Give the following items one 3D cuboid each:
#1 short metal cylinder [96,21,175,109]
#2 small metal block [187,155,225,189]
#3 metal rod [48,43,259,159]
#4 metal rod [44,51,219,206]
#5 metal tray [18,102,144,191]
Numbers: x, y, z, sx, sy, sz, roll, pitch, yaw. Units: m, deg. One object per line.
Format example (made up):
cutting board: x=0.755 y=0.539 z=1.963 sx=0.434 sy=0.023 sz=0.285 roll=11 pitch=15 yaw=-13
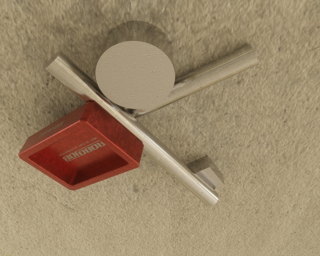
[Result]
short metal cylinder: x=-0.025 y=-0.067 z=0.334 sx=0.081 sy=0.050 sz=0.079 roll=0 pitch=130 yaw=0
small metal block: x=0.063 y=0.074 z=0.472 sx=0.050 sy=0.025 sz=0.050 roll=-27 pitch=126 yaw=20
metal rod: x=-0.027 y=-0.025 z=0.387 sx=0.300 sy=0.025 sz=0.025 roll=-23 pitch=127 yaw=18
metal rod: x=-0.016 y=0.019 z=0.392 sx=0.025 sy=0.025 sz=0.300 roll=-32 pitch=124 yaw=24
metal tray: x=-0.097 y=0.029 z=0.378 sx=0.130 sy=0.030 sz=0.090 roll=-24 pitch=127 yaw=33
